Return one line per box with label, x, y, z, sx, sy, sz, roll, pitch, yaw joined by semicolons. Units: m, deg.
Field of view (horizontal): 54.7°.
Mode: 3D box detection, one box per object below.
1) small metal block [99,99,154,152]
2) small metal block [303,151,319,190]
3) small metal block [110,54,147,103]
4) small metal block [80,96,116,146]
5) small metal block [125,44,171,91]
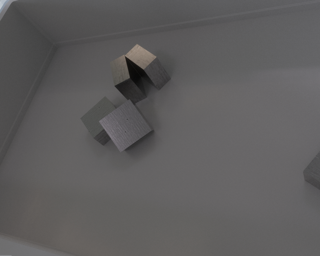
small metal block;-0.044;-0.003;0.415;0.050;0.025;0.050;-35;87;4
small metal block;0.173;0.040;0.290;0.050;0.025;0.050;-48;51;-6
small metal block;-0.047;-0.071;0.458;0.025;0.050;0.050;-26;53;13
small metal block;-0.082;-0.011;0.456;0.050;0.025;0.050;-42;51;-1
small metal block;-0.017;-0.089;0.453;0.025;0.050;0.050;-45;51;-3
